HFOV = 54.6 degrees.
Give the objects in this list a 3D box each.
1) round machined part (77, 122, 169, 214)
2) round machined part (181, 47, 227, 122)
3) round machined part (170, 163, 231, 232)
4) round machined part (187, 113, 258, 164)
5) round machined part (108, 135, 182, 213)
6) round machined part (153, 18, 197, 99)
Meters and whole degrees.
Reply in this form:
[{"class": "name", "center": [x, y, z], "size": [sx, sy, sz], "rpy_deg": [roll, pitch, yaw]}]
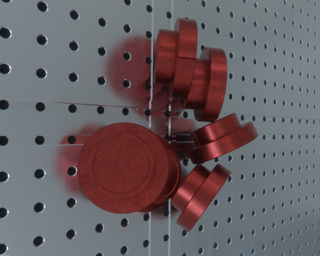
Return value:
[{"class": "round machined part", "center": [-0.039, 0.041, 0.330], "size": [0.099, 0.042, 0.098], "rpy_deg": [0, 78, -1]}, {"class": "round machined part", "center": [0.054, -0.058, 0.411], "size": [0.042, 0.098, 0.098], "rpy_deg": [5, 86, -5]}, {"class": "round machined part", "center": [0.050, 0.087, 0.417], "size": [0.042, 0.098, 0.098], "rpy_deg": [35, 59, 14]}, {"class": "round machined part", "center": [0.082, 0.011, 0.433], "size": [0.099, 0.098, 0.042], "rpy_deg": [-23, 87, -38]}, {"class": "round machined part", "center": [-0.012, 0.057, 0.388], "size": [0.099, 0.042, 0.097], "rpy_deg": [0, 90, -40]}, {"class": "round machined part", "center": [0.016, -0.086, 0.386], "size": [0.042, 0.098, 0.098], "rpy_deg": [5, 86, -4]}]
